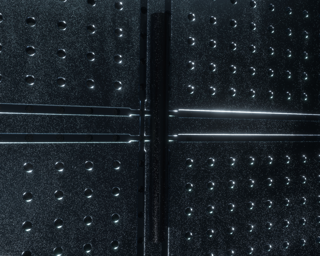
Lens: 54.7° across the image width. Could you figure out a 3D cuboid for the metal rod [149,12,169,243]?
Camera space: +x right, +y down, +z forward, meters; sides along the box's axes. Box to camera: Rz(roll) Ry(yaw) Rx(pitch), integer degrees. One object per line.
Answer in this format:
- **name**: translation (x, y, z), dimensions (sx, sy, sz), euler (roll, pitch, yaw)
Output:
- **metal rod**: translation (-0.001, -0.001, 0.413), dimensions (0.025, 0.025, 0.298), euler (0, 90, -20)
